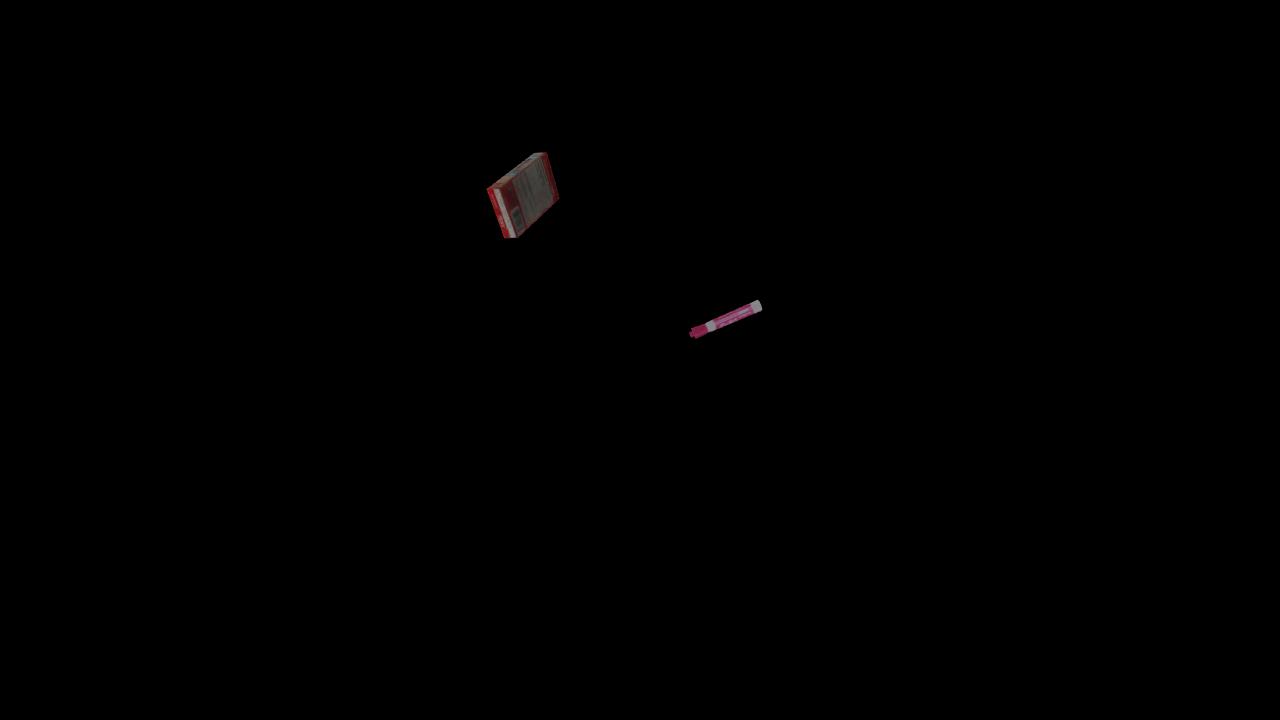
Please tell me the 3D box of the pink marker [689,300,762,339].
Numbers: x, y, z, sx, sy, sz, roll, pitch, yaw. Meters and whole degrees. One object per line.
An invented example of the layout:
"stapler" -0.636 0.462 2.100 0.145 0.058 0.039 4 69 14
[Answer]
"pink marker" 0.135 -0.063 0.977 0.121 0.020 0.020 -23 0 0

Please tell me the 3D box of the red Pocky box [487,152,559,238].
"red Pocky box" -0.180 -0.261 0.969 0.028 0.083 0.155 2 37 23
